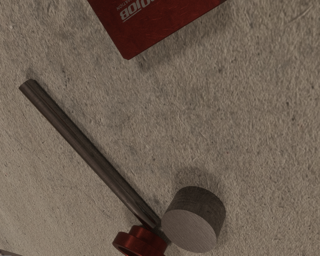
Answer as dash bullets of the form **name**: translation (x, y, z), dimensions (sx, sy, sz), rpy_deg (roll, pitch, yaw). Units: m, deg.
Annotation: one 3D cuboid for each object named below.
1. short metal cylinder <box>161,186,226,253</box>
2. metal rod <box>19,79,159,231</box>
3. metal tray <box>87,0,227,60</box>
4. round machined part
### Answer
- **short metal cylinder**: translation (0.049, 0.131, 0.445), dimensions (0.080, 0.050, 0.079), rpy_deg (13, 124, 20)
- **metal rod**: translation (-0.107, 0.046, 0.489), dimensions (0.025, 0.025, 0.300), rpy_deg (-35, 99, 38)
- **metal tray**: translation (-0.008, -0.139, 0.321), dimensions (0.130, 0.030, 0.090), rpy_deg (-22, 107, 35)
- **round machined part**: translation (-0.027, 0.199, 0.517), dimensions (0.098, 0.042, 0.098), rpy_deg (23, 150, 15)
